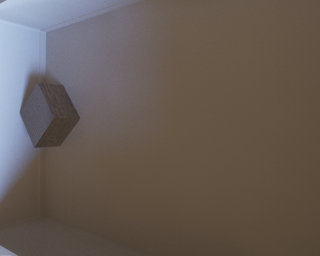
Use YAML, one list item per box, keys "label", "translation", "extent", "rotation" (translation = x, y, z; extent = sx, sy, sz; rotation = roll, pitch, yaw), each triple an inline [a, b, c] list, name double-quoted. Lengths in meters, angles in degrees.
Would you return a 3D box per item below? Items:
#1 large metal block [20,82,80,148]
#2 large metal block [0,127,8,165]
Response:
- label: "large metal block"
  translation: [-0.197, -0.022, 0.549]
  extent: [0.080, 0.050, 0.080]
  rotation: [-47, 63, 29]
- label: "large metal block"
  translation: [-0.402, 0.037, 0.719]
  extent: [0.080, 0.050, 0.079]
  rotation: [20, 103, 38]
